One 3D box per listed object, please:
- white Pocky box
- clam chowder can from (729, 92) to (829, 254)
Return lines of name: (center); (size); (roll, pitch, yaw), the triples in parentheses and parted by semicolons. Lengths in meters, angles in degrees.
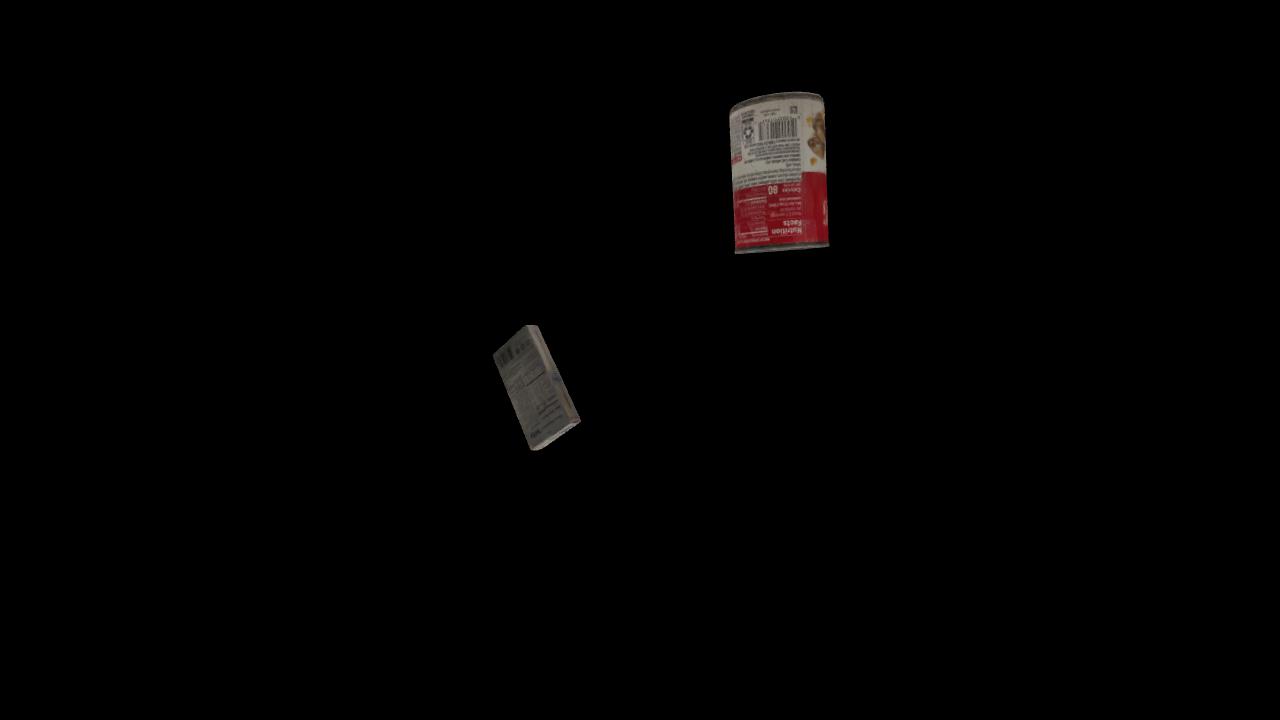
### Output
white Pocky box: (-0.145, 0.037, 0.844); (0.084, 0.154, 0.028); (-36, -20, 28)
clam chowder can: (0.099, -0.130, 0.440); (0.068, 0.102, 0.068); (-4, 8, 1)
